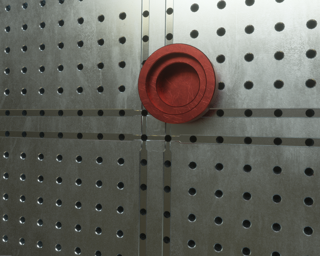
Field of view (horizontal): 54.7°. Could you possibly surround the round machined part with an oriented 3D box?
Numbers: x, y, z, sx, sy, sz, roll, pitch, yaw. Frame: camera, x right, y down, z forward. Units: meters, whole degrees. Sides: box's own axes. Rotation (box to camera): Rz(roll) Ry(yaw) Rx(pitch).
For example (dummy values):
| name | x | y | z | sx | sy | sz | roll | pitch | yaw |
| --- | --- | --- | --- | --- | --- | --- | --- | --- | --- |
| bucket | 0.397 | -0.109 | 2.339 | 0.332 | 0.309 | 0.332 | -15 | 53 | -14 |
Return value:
| name | x | y | z | sx | sy | sz | roll | pitch | yaw |
| --- | --- | --- | --- | --- | --- | --- | --- | --- | --- |
| round machined part | 0.025 | -0.054 | 0.394 | 0.098 | 0.042 | 0.097 | 0 | 90 | 19 |
